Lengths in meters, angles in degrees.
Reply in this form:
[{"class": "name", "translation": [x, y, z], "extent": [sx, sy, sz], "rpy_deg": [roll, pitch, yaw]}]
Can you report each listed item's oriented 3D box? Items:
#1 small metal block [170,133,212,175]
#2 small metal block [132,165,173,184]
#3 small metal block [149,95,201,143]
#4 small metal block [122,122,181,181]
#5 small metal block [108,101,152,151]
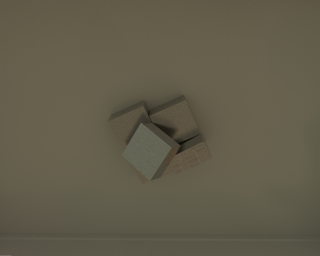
[{"class": "small metal block", "translation": [0.036, 0.029, 0.407], "extent": [0.050, 0.050, 0.025], "rpy_deg": [-27, 108, 8]}, {"class": "small metal block", "translation": [-0.012, 0.041, 0.425], "extent": [0.050, 0.025, 0.050], "rpy_deg": [-24, 109, 8]}, {"class": "small metal block", "translation": [0.020, -0.008, 0.407], "extent": [0.050, 0.025, 0.050], "rpy_deg": [-24, 109, 8]}, {"class": "small metal block", "translation": [-0.011, 0.028, 0.380], "extent": [0.050, 0.025, 0.050], "rpy_deg": [39, 108, 22]}, {"class": "small metal block", "translation": [-0.033, -0.001, 0.409], "extent": [0.050, 0.025, 0.050], "rpy_deg": [-24, 109, 8]}]
